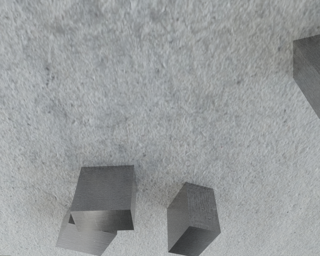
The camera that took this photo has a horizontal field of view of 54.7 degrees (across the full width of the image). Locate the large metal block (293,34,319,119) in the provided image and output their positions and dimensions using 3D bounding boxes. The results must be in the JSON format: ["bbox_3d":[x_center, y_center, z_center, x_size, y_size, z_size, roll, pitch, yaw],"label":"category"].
[{"bbox_3d":[0.193,-0.061,0.322,0.080,0.080,0.050,-12,129,9],"label":"large metal block"}]

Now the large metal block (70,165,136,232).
[{"bbox_3d":[-0.078,0.103,0.458,0.081,0.080,0.050,-2,130,1],"label":"large metal block"}]

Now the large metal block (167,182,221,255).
[{"bbox_3d":[0.050,0.148,0.498,0.050,0.080,0.079,17,128,-14],"label":"large metal block"}]

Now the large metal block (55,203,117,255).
[{"bbox_3d":[-0.124,0.172,0.536,0.080,0.050,0.079,20,127,-17],"label":"large metal block"}]
